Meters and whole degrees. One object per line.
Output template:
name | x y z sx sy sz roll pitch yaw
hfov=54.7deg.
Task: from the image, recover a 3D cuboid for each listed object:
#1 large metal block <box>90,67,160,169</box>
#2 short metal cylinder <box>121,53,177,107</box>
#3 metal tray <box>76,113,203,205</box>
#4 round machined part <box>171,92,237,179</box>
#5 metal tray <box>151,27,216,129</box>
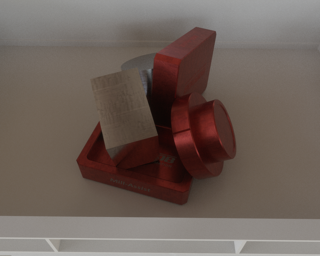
large metal block | -0.036 -0.006 0.342 0.050 0.080 0.080 -15 68 -5
short metal cylinder | -0.008 -0.068 0.425 0.080 0.050 0.080 -10 27 5
metal tray | -0.020 0.031 0.373 0.131 0.030 0.090 13 51 11
round machined part | 0.054 0.006 0.347 0.042 0.098 0.098 -17 45 26
metal tray | 0.032 -0.069 0.399 0.030 0.089 0.131 19 37 19
